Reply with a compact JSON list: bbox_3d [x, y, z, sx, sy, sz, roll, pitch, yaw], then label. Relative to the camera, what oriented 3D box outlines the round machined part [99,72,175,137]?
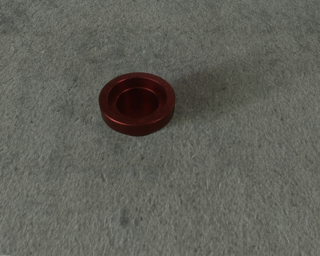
[{"bbox_3d":[-0.030,-0.027,0.415,0.099,0.042,0.098,0,50,0],"label":"round machined part"}]
